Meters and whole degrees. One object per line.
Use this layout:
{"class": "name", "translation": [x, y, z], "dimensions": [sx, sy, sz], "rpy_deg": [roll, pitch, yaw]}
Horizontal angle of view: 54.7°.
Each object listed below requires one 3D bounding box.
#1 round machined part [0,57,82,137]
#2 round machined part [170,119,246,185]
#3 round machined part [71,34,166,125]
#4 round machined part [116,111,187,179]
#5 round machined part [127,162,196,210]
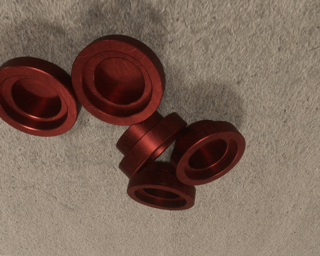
{"class": "round machined part", "translation": [-0.139, -0.039, 0.358], "dimensions": [0.099, 0.042, 0.097], "rpy_deg": [2, 131, 3]}
{"class": "round machined part", "translation": [0.058, 0.027, 0.407], "dimensions": [0.099, 0.042, 0.097], "rpy_deg": [-16, 136, -15]}
{"class": "round machined part", "translation": [-0.042, -0.055, 0.340], "dimensions": [0.099, 0.042, 0.097], "rpy_deg": [5, 123, 8]}
{"class": "round machined part", "translation": [-0.015, 0.015, 0.384], "dimensions": [0.042, 0.099, 0.097], "rpy_deg": [45, 123, 8]}
{"class": "round machined part", "translation": [0.004, 0.084, 0.454], "dimensions": [0.099, 0.042, 0.098], "rpy_deg": [9, 148, 6]}
